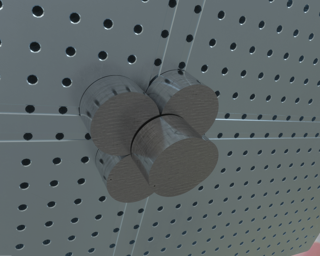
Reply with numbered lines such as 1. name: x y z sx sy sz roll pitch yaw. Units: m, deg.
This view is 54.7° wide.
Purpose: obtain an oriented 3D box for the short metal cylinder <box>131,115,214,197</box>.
1. short metal cylinder: 0.014 0.032 0.357 0.081 0.050 0.079 -15 126 -21

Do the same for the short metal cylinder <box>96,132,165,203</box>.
1. short metal cylinder: -0.038 0.050 0.406 0.081 0.050 0.079 -14 125 -21

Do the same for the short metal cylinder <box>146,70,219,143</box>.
1. short metal cylinder: 0.026 -0.027 0.393 0.081 0.050 0.079 -14 125 -21

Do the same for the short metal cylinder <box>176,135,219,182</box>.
1. short metal cylinder: 0.035 0.038 0.439 0.081 0.050 0.079 -14 125 -21

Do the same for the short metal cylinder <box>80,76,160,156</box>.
1. short metal cylinder: -0.047 -0.015 0.360 0.081 0.050 0.079 -14 125 -21
